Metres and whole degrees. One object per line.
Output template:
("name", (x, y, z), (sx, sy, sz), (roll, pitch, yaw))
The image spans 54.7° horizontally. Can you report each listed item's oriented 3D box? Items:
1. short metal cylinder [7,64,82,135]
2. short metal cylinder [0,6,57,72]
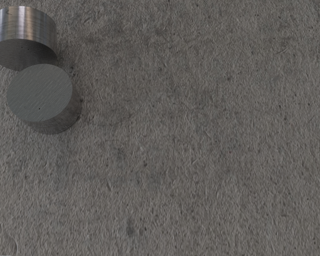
("short metal cylinder", (-0.149, -0.037, 0.407), (0.081, 0.050, 0.080), (0, 70, 0))
("short metal cylinder", (-0.182, -0.118, 0.421), (0.081, 0.080, 0.050), (-6, 70, -2))
